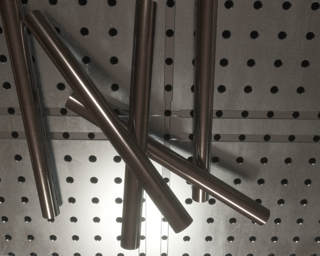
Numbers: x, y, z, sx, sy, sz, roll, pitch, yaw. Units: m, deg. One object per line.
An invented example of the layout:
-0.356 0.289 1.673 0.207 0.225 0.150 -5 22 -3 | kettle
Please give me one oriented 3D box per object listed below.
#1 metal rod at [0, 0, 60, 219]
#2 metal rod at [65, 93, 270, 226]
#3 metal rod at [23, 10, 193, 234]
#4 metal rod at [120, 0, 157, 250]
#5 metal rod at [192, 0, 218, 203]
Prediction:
-0.167 -0.013 0.406 0.025 0.025 0.298 -2 110 0 | metal rod
0.013 0.042 0.408 0.301 0.025 0.025 32 107 -4 | metal rod
-0.061 -0.010 0.357 0.025 0.025 0.299 -37 87 12 | metal rod
-0.027 0.001 0.377 0.025 0.025 0.298 4 97 -2 | metal rod
0.056 -0.038 0.400 0.025 0.025 0.298 -1 110 0 | metal rod
